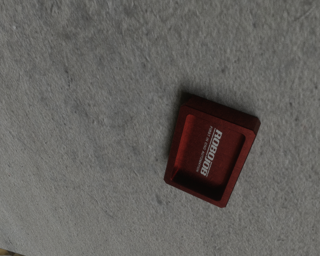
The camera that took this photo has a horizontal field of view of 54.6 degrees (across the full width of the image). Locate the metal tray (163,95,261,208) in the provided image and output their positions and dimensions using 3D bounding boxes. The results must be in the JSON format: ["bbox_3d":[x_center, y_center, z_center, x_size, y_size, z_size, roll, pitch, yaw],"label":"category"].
[{"bbox_3d":[0.060,0.033,0.391,0.090,0.030,0.129,22,127,15],"label":"metal tray"}]
